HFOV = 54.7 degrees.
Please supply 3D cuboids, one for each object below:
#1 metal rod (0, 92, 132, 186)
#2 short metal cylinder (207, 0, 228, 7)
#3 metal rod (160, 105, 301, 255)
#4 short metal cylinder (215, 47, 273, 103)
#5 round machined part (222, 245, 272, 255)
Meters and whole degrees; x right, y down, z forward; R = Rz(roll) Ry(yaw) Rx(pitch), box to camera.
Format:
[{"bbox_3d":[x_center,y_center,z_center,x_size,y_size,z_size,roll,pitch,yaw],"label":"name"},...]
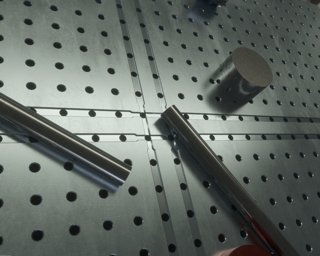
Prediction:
[{"bbox_3d":[-0.166,-0.021,0.331,0.301,0.025,0.025,31,52,-8],"label":"metal rod"},{"bbox_3d":[0.116,-0.289,0.611,0.050,0.080,0.080,21,54,-16],"label":"short metal cylinder"},{"bbox_3d":[0.104,0.091,0.408,0.025,0.025,0.300,-33,80,-38],"label":"metal rod"},{"bbox_3d":[0.140,-0.088,0.521,0.081,0.050,0.080,14,56,-21],"label":"short metal cylinder"},{"bbox_3d":[0.110,0.182,0.345,0.099,0.042,0.098,13,56,-21],"label":"round machined part"}]
